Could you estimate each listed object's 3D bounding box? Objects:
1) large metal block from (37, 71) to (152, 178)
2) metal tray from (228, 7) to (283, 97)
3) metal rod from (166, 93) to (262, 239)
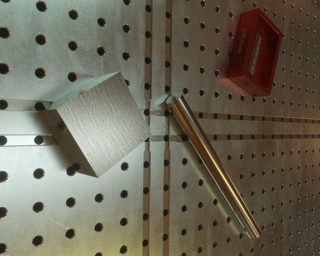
[{"bbox_3d":[-0.068,-0.005,0.336,0.080,0.050,0.080,-39,114,-33],"label":"large metal block"},{"bbox_3d":[0.171,-0.131,0.548,0.090,0.030,0.130,26,74,-37],"label":"metal tray"},{"bbox_3d":[0.093,0.073,0.487,0.025,0.025,0.299,-48,119,-29],"label":"metal rod"}]
